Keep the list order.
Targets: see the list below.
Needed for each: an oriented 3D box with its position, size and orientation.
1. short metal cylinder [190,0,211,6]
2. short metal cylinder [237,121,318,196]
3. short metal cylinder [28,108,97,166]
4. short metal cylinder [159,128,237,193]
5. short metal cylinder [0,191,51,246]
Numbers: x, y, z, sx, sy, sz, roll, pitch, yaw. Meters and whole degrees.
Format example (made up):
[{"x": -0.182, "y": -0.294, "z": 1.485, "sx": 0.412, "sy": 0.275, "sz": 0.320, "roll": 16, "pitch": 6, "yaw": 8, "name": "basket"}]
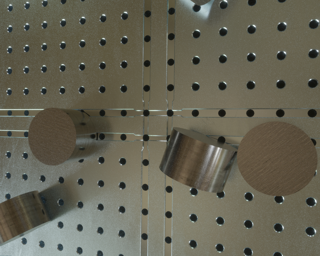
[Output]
[{"x": 0.048, "y": -0.195, "z": 0.366, "sx": 0.050, "sy": 0.080, "sz": 0.080, "roll": 42, "pitch": 103, "yaw": 15, "name": "short metal cylinder"}, {"x": 0.132, "y": 0.033, "z": 0.353, "sx": 0.080, "sy": 0.050, "sz": 0.079, "roll": 0, "pitch": 90, "yaw": 20, "name": "short metal cylinder"}, {"x": -0.140, "y": 0.012, "z": 0.449, "sx": 0.080, "sy": 0.050, "sz": 0.079, "roll": 0, "pitch": 90, "yaw": 20, "name": "short metal cylinder"}, {"x": 0.045, "y": 0.036, "z": 0.367, "sx": 0.080, "sy": 0.080, "sz": 0.050, "roll": 21, "pitch": 97, "yaw": 18, "name": "short metal cylinder"}, {"x": -0.211, "y": 0.134, "z": 0.458, "sx": 0.080, "sy": 0.080, "sz": 0.050, "roll": -30, "pitch": 80, "yaw": 17, "name": "short metal cylinder"}]
